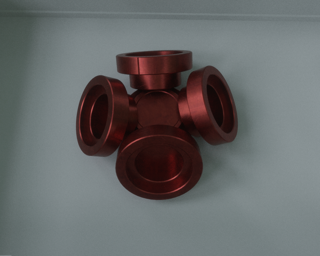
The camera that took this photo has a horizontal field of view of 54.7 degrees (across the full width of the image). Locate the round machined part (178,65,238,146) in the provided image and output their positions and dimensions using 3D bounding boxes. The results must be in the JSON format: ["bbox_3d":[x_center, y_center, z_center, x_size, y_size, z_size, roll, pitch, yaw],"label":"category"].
[{"bbox_3d":[0.058,-0.025,0.390,0.042,0.098,0.098,-16,66,32],"label":"round machined part"}]

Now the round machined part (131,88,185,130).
[{"bbox_3d":[-0.003,-0.014,0.403,0.099,0.042,0.098,0,70,-1],"label":"round machined part"}]

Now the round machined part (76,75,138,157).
[{"bbox_3d":[-0.064,-0.013,0.383,0.042,0.098,0.098,9,65,-37],"label":"round machined part"}]

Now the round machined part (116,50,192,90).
[{"bbox_3d":[-0.007,-0.077,0.407,0.099,0.098,0.042,-3,108,-2],"label":"round machined part"}]

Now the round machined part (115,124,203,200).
[{"bbox_3d":[-0.001,0.036,0.366,0.099,0.097,0.042,-1,34,-1],"label":"round machined part"}]
